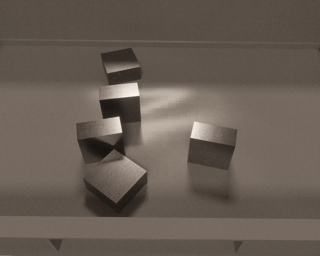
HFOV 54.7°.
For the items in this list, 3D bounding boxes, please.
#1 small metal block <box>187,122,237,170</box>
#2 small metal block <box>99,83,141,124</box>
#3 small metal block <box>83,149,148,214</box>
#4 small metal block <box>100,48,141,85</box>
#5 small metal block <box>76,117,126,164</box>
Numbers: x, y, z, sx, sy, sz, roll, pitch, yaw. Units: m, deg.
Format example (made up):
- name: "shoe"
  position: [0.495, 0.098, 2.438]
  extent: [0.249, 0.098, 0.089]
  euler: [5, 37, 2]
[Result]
- name: "small metal block"
  position: [0.062, 0.022, 0.371]
  extent: [0.050, 0.050, 0.025]
  euler: [11, 51, 8]
- name: "small metal block"
  position: [-0.053, -0.031, 0.415]
  extent: [0.050, 0.050, 0.025]
  euler: [-7, 51, -6]
- name: "small metal block"
  position: [-0.050, 0.060, 0.354]
  extent: [0.050, 0.025, 0.050]
  euler: [31, 56, 23]
- name: "small metal block"
  position: [-0.062, -0.097, 0.486]
  extent: [0.050, 0.025, 0.050]
  euler: [-14, 52, -12]
- name: "small metal block"
  position: [-0.070, 0.016, 0.375]
  extent: [0.050, 0.050, 0.025]
  euler: [-10, 51, -8]
